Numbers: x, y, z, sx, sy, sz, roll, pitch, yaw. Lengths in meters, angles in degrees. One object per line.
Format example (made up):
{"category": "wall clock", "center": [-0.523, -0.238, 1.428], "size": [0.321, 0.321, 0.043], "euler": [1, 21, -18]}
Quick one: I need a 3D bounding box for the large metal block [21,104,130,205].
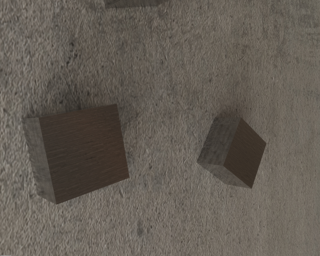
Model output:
{"category": "large metal block", "center": [-0.085, 0.022, 0.317], "size": [0.081, 0.050, 0.079], "euler": [-15, 100, -39]}

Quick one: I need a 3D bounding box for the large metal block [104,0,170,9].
{"category": "large metal block", "center": [-0.014, -0.176, 0.356], "size": [0.081, 0.080, 0.050], "euler": [-21, 103, -38]}

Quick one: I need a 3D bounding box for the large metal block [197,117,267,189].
{"category": "large metal block", "center": [0.114, 0.038, 0.483], "size": [0.080, 0.050, 0.080], "euler": [38, 67, -34]}
